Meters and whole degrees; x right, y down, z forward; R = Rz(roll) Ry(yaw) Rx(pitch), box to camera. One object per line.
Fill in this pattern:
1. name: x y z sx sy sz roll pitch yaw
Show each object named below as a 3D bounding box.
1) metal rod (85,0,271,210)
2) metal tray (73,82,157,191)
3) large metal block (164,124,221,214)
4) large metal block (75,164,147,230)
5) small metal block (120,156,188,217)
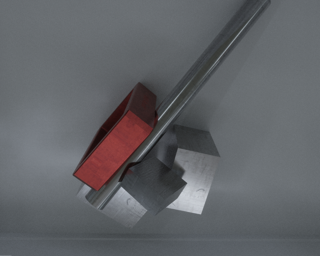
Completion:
1. metal rod: 0.022 -0.033 0.350 0.025 0.025 0.300 40 88 -14
2. metal tray: -0.045 0.003 0.354 0.030 0.130 0.090 39 106 -12
3. large metal block: 0.035 0.050 0.401 0.050 0.080 0.079 13 110 -5
4. large metal block: -0.054 0.072 0.408 0.080 0.080 0.050 35 106 -12
5. small metal block: -0.006 0.062 0.340 0.050 0.050 0.025 38 117 19
